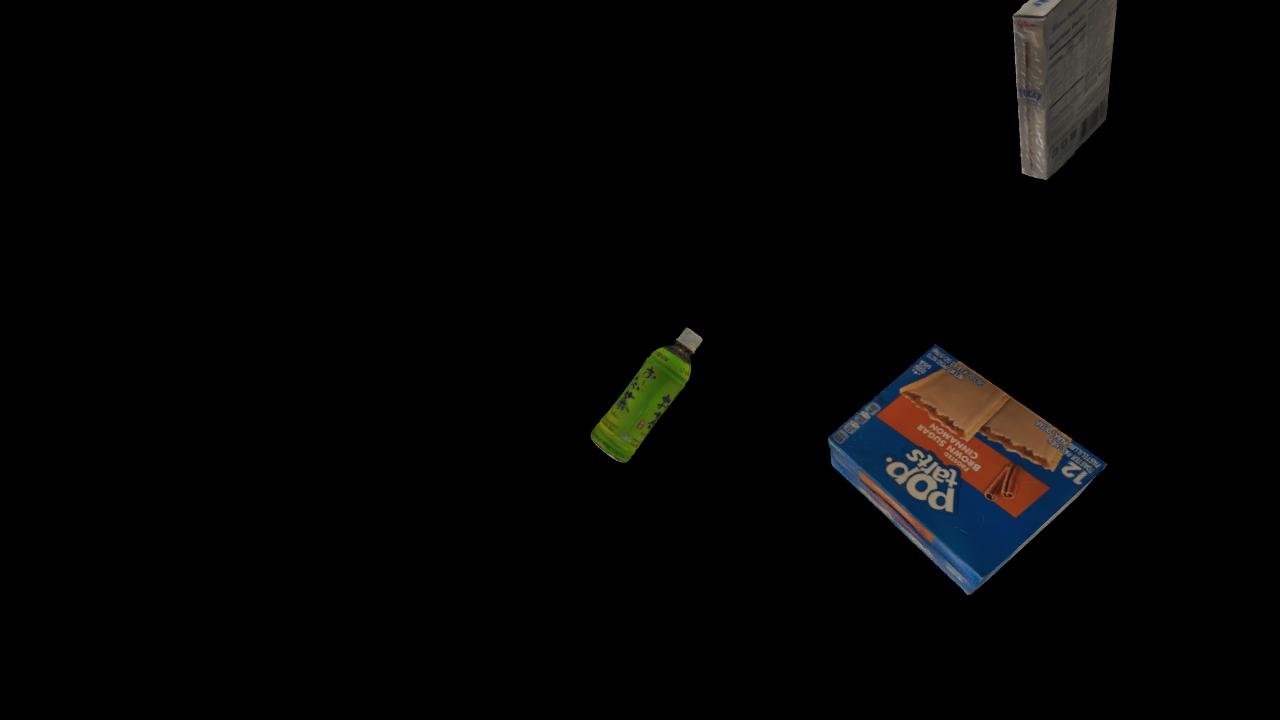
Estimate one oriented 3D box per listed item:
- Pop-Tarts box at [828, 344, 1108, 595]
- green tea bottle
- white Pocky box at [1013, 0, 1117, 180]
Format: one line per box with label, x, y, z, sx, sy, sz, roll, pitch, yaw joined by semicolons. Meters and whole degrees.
Pop-Tarts box;0.283;0.095;0.558;0.167;0.141;0.083;48;-5;36
green tea bottle;0.015;0.045;0.885;0.073;0.212;0.073;35;0;0
white Pocky box;0.338;-0.229;0.489;0.028;0.084;0.154;43;-5;45
